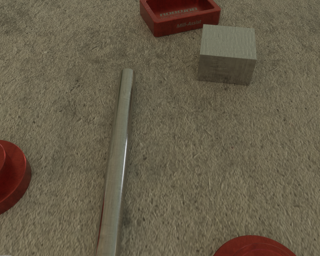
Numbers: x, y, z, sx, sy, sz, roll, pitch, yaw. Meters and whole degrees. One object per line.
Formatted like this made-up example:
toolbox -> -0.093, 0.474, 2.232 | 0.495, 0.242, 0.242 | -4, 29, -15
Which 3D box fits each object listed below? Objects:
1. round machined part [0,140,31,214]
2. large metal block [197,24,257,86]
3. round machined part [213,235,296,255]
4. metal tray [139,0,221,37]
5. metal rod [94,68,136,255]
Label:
round machined part -> -0.202, 0.051, 0.348 | 0.099, 0.042, 0.098 | 0, 50, 0
large metal block -> 0.103, -0.115, 0.485 | 0.080, 0.050, 0.080 | 7, 50, 5
round machined part -> 0.090, 0.142, 0.273 | 0.099, 0.042, 0.098 | 0, 50, 0
metal tray -> 0.037, -0.220, 0.584 | 0.131, 0.030, 0.090 | -16, 52, -13
metal rod -> -0.050, 0.034, 0.374 | 0.025, 0.025, 0.300 | 1, 50, 0
